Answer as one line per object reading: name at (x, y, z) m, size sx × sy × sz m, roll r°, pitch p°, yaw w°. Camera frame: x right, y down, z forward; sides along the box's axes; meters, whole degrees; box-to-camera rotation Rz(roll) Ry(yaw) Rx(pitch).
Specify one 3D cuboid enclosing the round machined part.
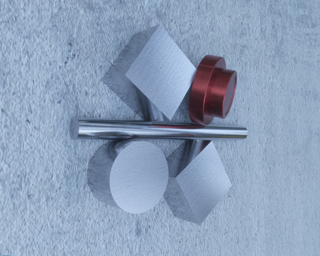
round machined part at (0.078, -0.050, 0.432) m, size 0.098 × 0.042 × 0.097 m, roll 15°, pitch 91°, yaw -69°

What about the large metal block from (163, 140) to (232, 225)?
large metal block at (0.045, 0.072, 0.430) m, size 0.080 × 0.050 × 0.080 m, roll -41°, pitch 115°, yaw -33°

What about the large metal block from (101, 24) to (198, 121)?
large metal block at (-0.010, -0.064, 0.380) m, size 0.080 × 0.050 × 0.080 m, roll 44°, pitch 63°, yaw -31°

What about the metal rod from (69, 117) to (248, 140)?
metal rod at (0.023, 0.004, 0.429) m, size 0.302 × 0.025 × 0.025 m, roll 2°, pitch 89°, yaw -40°

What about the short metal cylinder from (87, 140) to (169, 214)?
short metal cylinder at (-0.037, 0.054, 0.361) m, size 0.081 × 0.050 × 0.079 m, roll 0°, pitch 90°, yaw -40°
